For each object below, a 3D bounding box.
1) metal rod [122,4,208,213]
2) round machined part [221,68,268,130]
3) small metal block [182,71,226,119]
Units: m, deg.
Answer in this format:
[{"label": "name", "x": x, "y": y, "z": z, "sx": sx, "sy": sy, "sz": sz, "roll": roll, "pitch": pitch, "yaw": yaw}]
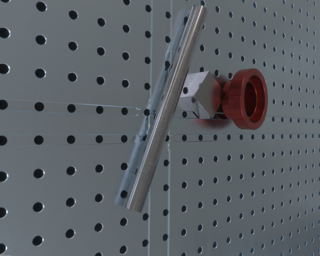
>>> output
[{"label": "metal rod", "x": 0.012, "y": -0.037, "z": 0.418, "sx": 0.025, "sy": 0.025, "sz": 0.299, "roll": 30, "pitch": 71, "yaw": -36}, {"label": "round machined part", "x": 0.136, "y": -0.046, "z": 0.506, "sx": 0.099, "sy": 0.042, "sz": 0.097, "roll": -3, "pitch": 94, "yaw": -48}, {"label": "small metal block", "x": 0.067, "y": -0.049, "z": 0.465, "sx": 0.050, "sy": 0.025, "sz": 0.050, "roll": 46, "pitch": 62, "yaw": -30}]
